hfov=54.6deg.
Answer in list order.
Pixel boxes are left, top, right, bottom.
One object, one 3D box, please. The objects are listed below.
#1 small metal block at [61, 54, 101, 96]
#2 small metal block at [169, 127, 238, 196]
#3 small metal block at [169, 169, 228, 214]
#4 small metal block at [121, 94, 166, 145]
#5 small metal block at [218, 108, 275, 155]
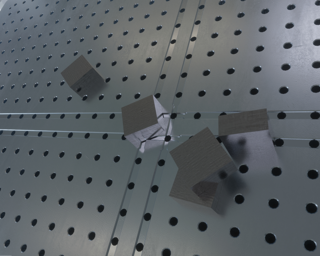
[{"bbox_3d":[-0.138,-0.093,0.539,0.050,0.025,0.050,-41,51,0],"label":"small metal block"},{"bbox_3d":[0.046,0.035,0.331,0.050,0.025,0.050,-34,51,5],"label":"small metal block"},{"bbox_3d":[0.045,0.062,0.347,0.050,0.025,0.050,8,66,32],"label":"small metal block"},{"bbox_3d":[-0.023,-0.012,0.429,0.050,0.025,0.050,-22,54,15],"label":"small metal block"},{"bbox_3d":[0.095,0.006,0.339,0.050,0.050,0.025,-9,58,24],"label":"small metal block"}]
